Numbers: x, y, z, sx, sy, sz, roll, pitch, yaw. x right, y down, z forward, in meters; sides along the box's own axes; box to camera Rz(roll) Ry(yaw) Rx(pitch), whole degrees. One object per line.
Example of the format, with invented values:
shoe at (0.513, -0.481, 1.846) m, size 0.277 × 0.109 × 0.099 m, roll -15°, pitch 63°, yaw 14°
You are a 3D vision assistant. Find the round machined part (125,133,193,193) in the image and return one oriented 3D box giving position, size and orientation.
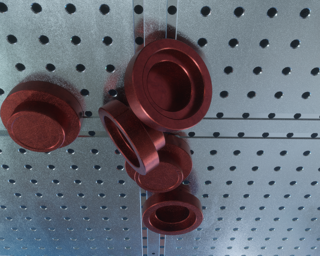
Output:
round machined part at (-0.002, 0.057, 0.449) m, size 0.099 × 0.042 × 0.097 m, roll -1°, pitch 130°, yaw 0°

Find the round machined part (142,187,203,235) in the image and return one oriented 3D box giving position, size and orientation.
round machined part at (0.021, 0.134, 0.515) m, size 0.099 × 0.042 × 0.097 m, roll -1°, pitch 130°, yaw 0°

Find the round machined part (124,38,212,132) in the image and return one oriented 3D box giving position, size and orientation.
round machined part at (0.006, -0.044, 0.340) m, size 0.098 × 0.098 × 0.042 m, roll 30°, pitch 159°, yaw -23°

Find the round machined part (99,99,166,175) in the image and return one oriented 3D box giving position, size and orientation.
round machined part at (-0.030, 0.006, 0.381) m, size 0.042 × 0.098 × 0.098 m, roll -34°, pitch 132°, yaw -19°

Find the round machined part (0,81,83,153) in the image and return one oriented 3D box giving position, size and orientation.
round machined part at (-0.151, -0.007, 0.392) m, size 0.099 × 0.042 × 0.097 m, roll 0°, pitch 130°, yaw 0°
